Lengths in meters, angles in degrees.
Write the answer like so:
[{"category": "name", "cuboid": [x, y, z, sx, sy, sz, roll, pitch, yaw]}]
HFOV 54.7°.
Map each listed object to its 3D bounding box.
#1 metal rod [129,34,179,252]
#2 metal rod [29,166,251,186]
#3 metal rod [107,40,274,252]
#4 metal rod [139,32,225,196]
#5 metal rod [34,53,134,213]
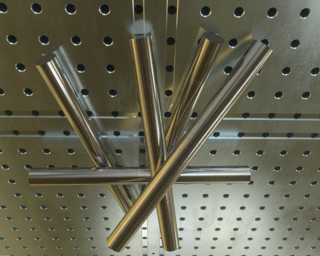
[{"category": "metal rod", "cuboid": [-0.002, 0.037, 0.391, 0.025, 0.025, 0.298, -6, 115, 4]}, {"category": "metal rod", "cuboid": [-0.027, 0.067, 0.433, 0.302, 0.025, 0.025, 0, 130, -1]}, {"category": "metal rod", "cuboid": [0.028, 0.030, 0.367, 0.025, 0.025, 0.299, 31, 102, -24]}, {"category": "metal rod", "cuboid": [0.016, 0.013, 0.422, 0.025, 0.025, 0.298, 12, 129, -11]}, {"category": "metal rod", "cuboid": [-0.088, 0.033, 0.438, 0.025, 0.025, 0.299, -12, 130, 9]}]
